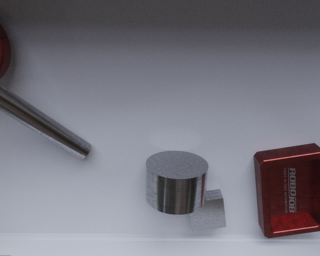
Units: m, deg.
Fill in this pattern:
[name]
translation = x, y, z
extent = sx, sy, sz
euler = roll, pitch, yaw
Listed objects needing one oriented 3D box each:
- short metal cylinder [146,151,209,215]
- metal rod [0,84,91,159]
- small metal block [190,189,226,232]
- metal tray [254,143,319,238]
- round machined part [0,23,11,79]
[short metal cylinder]
translation = 0.021, 0.069, 0.408
extent = 0.081, 0.080, 0.050
euler = 1, 110, -1
[metal rod]
translation = -0.192, -0.046, 0.331
extent = 0.025, 0.025, 0.300
euler = -39, 129, 13
[small metal block]
translation = 0.068, 0.121, 0.457
extent = 0.050, 0.025, 0.050
euler = -9, 110, 3
[metal tray]
translation = 0.188, 0.092, 0.445
extent = 0.091, 0.030, 0.129
euler = -9, 110, 3
[round machined part]
translation = -0.225, -0.096, 0.364
extent = 0.099, 0.042, 0.097
euler = 0, 110, -1
